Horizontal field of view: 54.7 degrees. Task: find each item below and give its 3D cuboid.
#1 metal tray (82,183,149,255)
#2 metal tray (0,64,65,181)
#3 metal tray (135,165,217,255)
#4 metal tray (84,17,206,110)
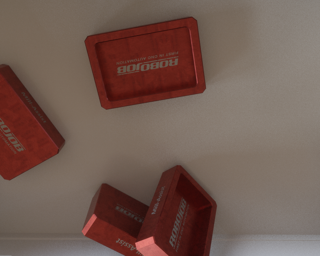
[{"bbox_3d":[-0.035,0.136,0.425,0.130,0.090,0.030,31,103,-11],"label":"metal tray"},{"bbox_3d":[-0.200,-0.005,0.404,0.090,0.030,0.130,-29,108,9],"label":"metal tray"},{"bbox_3d":[0.028,0.121,0.399,0.030,0.130,0.090,-33,108,33],"label":"metal tray"},{"bbox_3d":[-0.015,-0.079,0.379,0.131,0.030,0.089,-10,110,3],"label":"metal tray"}]
